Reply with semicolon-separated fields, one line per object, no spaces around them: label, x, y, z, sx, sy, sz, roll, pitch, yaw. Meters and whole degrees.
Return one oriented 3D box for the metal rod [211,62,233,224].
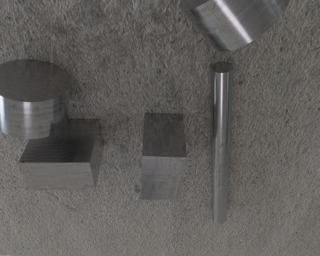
metal rod;0.087;0.044;0.445;0.025;0.025;0.298;-5;130;4

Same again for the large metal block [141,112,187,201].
large metal block;0.003;0.037;0.402;0.050;0.080;0.079;2;130;-2

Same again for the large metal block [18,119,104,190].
large metal block;-0.120;0.032;0.398;0.081;0.080;0.050;0;130;0

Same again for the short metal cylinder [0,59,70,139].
short metal cylinder;-0.142;-0.033;0.341;0.081;0.080;0.050;10;129;-9

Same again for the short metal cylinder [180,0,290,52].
short metal cylinder;0.065;-0.115;0.274;0.080;0.080;0.050;-33;123;25
